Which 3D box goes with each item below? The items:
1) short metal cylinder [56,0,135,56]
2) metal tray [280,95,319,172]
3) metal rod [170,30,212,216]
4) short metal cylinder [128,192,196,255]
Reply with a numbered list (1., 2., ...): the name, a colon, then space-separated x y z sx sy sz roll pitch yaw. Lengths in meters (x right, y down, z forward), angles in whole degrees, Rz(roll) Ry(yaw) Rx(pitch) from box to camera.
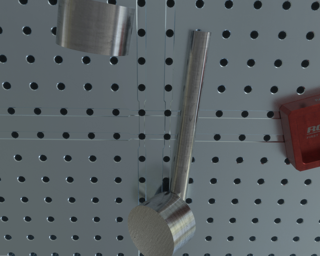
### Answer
1. short metal cylinder: -0.071 -0.113 0.341 0.081 0.080 0.050 10 110 -4
2. metal tray: 0.236 -0.002 0.413 0.131 0.030 0.089 -15 110 5
3. metal rod: 0.034 0.023 0.422 0.025 0.025 0.298 5 110 -3
4. short metal cylinder: 0.002 0.135 0.429 0.080 0.050 0.079 12 110 37
